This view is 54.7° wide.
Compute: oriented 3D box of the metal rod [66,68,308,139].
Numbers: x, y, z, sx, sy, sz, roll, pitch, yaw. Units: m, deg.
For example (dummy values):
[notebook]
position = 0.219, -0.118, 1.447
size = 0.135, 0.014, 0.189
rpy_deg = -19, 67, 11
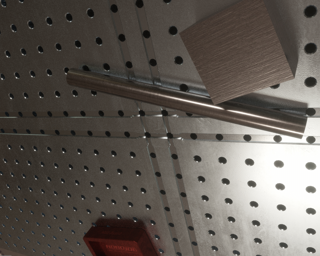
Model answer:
[metal rod]
position = 0.016, -0.035, 0.379
size = 0.301, 0.025, 0.025
rpy_deg = 14, 124, 19

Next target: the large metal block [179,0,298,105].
[large metal block]
position = 0.079, -0.079, 0.304
size = 0.080, 0.050, 0.080
rpy_deg = -18, 109, 34

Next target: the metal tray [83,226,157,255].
[metal tray]
position = -0.074, 0.233, 0.588
size = 0.130, 0.030, 0.090
rpy_deg = -9, 114, 31
